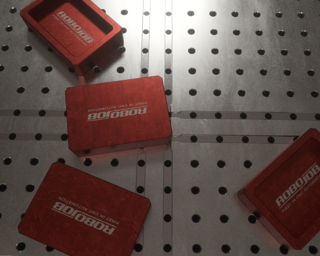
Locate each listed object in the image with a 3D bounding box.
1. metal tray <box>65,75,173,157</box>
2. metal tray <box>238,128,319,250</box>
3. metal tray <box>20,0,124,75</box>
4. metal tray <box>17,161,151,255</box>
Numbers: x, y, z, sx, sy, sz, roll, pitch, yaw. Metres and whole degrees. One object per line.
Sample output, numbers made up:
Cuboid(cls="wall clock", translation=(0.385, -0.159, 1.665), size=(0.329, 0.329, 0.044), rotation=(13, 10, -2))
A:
Cuboid(cls="metal tray", translation=(-0.055, -0.017, 0.414), size=(0.131, 0.030, 0.090), rotation=(-8, 70, -4))
Cuboid(cls="metal tray", translation=(0.175, 0.073, 0.384), size=(0.130, 0.030, 0.090), rotation=(-38, 75, -13))
Cuboid(cls="metal tray", translation=(-0.130, -0.151, 0.462), size=(0.130, 0.030, 0.090), rotation=(43, 75, 14))
Cuboid(cls="metal tray", translation=(-0.086, 0.105, 0.370), size=(0.131, 0.030, 0.090), rotation=(21, 71, 7))
